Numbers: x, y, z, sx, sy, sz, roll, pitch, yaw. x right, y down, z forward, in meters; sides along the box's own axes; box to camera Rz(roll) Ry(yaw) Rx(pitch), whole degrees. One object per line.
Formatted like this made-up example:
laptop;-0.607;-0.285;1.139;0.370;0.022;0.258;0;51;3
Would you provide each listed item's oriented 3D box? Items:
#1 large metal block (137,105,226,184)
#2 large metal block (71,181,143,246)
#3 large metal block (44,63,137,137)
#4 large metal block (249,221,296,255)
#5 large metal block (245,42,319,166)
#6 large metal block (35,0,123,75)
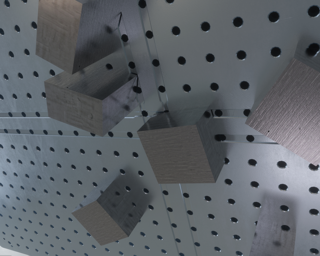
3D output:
large metal block;0.029;0.023;0.394;0.080;0.050;0.080;-7;115;31
large metal block;-0.092;0.149;0.536;0.080;0.050;0.080;-32;101;38
large metal block;-0.085;-0.041;0.396;0.080;0.080;0.050;19;126;17
large metal block;0.146;0.188;0.415;0.050;0.080;0.080;11;123;22
large metal block;0.144;-0.023;0.305;0.080;0.050;0.080;32;129;7
large metal block;-0.089;-0.119;0.350;0.050;0.080;0.079;30;128;9
